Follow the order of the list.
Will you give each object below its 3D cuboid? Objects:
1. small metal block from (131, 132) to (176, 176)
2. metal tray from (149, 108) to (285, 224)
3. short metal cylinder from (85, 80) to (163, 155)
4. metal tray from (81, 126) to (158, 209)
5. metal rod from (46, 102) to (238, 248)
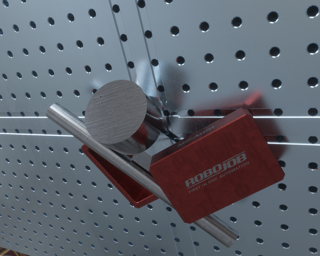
[{"bbox_3d":[-0.001,0.035,0.411,0.050,0.050,0.025,35,129,5],"label":"small metal block"},{"bbox_3d":[0.065,0.046,0.365,0.130,0.030,0.090,-30,103,12],"label":"metal tray"},{"bbox_3d":[-0.043,-0.012,0.378,0.080,0.080,0.050,8,164,24],"label":"short metal cylinder"},{"bbox_3d":[-0.044,0.052,0.458,0.130,0.030,0.090,49,129,-7],"label":"metal tray"},{"bbox_3d":[-0.027,0.061,0.419,0.301,0.025,0.025,35,129,4],"label":"metal rod"}]
